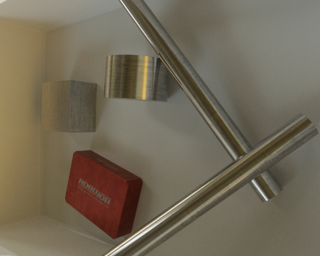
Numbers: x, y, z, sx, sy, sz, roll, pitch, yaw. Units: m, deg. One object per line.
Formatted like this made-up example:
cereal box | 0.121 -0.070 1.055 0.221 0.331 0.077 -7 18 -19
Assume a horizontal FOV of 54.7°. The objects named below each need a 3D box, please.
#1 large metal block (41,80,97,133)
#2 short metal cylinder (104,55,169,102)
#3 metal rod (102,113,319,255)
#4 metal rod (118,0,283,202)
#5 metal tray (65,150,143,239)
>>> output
large metal block | -0.151 -0.035 0.512 0.080 0.050 0.079 3 92 39
short metal cylinder | -0.029 -0.061 0.393 0.080 0.081 0.050 7 94 39
metal rod | 0.020 0.086 0.308 0.300 0.025 0.025 -38 65 8
metal rod | 0.033 -0.053 0.346 0.025 0.025 0.299 -42 75 32
metal tray | -0.091 0.097 0.476 0.130 0.030 0.089 22 104 37
